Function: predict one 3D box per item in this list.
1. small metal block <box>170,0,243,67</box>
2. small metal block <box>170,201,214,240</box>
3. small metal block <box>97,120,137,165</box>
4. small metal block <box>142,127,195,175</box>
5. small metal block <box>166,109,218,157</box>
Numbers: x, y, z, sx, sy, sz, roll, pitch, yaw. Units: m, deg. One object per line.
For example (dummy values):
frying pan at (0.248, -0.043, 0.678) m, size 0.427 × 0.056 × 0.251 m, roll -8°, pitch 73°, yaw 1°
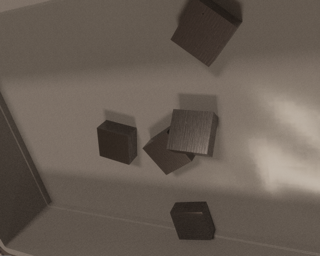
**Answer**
small metal block at (0.047, -0.101, 0.321) m, size 0.050 × 0.025 × 0.050 m, roll 37°, pitch 129°, yaw 3°
small metal block at (0.049, 0.139, 0.463) m, size 0.050 × 0.025 × 0.050 m, roll -9°, pitch 110°, yaw 26°
small metal block at (-0.062, 0.021, 0.452) m, size 0.050 × 0.025 × 0.050 m, roll 14°, pitch 124°, yaw 19°
small metal block at (0.014, 0.029, 0.418) m, size 0.050 × 0.025 × 0.050 m, roll 49°, pitch 129°, yaw -7°
small metal block at (0.039, 0.006, 0.373) m, size 0.050 × 0.025 × 0.050 m, roll 6°, pitch 78°, yaw 24°
